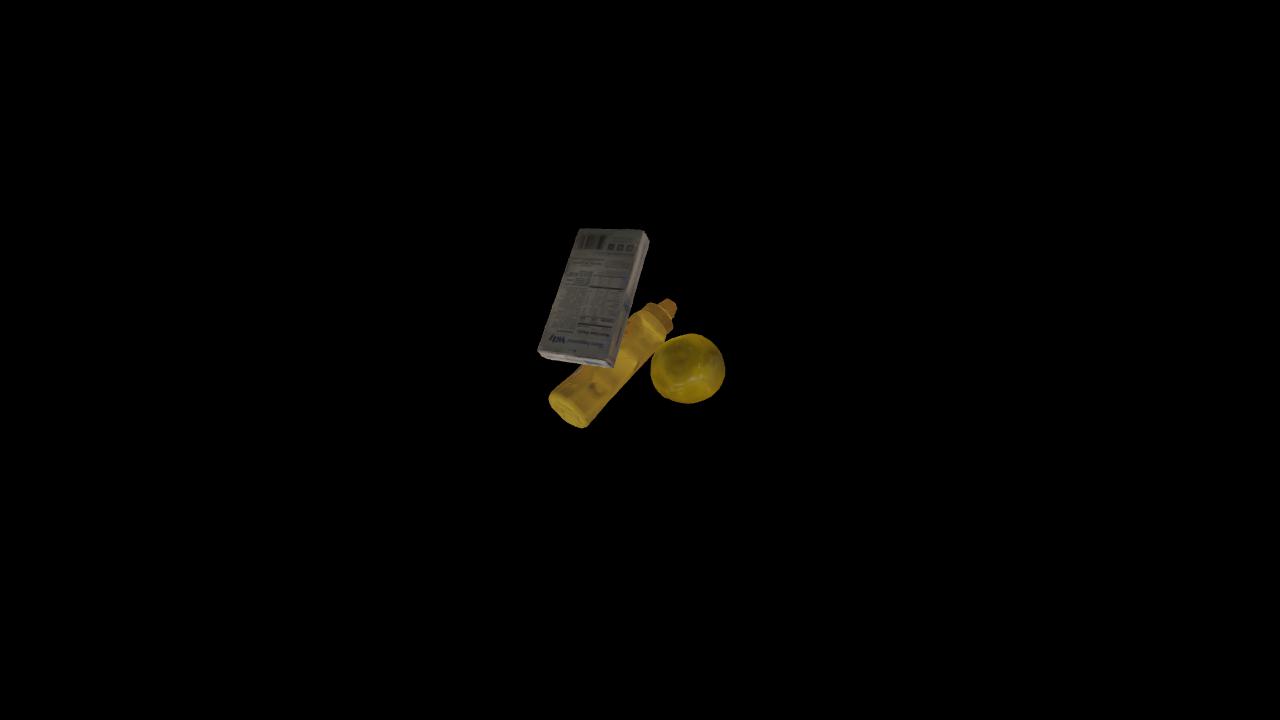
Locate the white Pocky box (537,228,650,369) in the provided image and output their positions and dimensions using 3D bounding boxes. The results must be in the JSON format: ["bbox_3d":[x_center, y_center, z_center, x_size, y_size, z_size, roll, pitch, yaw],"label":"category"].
[{"bbox_3d":[-0.048,-0.070,0.657,0.084,0.154,0.028,7,-20,23],"label":"white Pocky box"}]

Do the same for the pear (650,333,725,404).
[{"bbox_3d":[0.060,0.016,0.681,0.080,0.080,0.111,0,-14,24],"label":"pear"}]

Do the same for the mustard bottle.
[{"bbox_3d":[-0.021,-0.005,0.698,0.184,0.054,0.092,-46,4,-19],"label":"mustard bottle"}]
